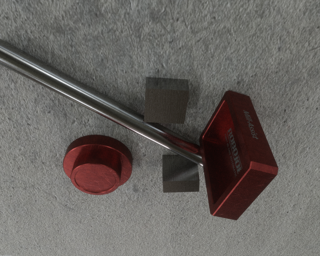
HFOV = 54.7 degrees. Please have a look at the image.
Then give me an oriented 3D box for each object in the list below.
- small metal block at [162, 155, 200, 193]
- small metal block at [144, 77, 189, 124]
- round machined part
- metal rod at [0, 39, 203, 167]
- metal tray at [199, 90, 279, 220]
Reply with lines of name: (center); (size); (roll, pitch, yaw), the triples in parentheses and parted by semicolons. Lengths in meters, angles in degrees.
small metal block: (0.029, 0.065, 0.447); (0.050, 0.050, 0.025); (-2, 131, 2)
small metal block: (0.007, -0.033, 0.379); (0.050, 0.025, 0.050); (3, 130, -3)
round machined part: (-0.090, 0.060, 0.446); (0.099, 0.042, 0.097); (-1, 130, 0)
metal rod: (-0.053, -0.019, 0.387); (0.301, 0.025, 0.025); (28, 125, -21)
metal tray: (0.084, 0.028, 0.363); (0.030, 0.130, 0.089); (15, 128, -13)
